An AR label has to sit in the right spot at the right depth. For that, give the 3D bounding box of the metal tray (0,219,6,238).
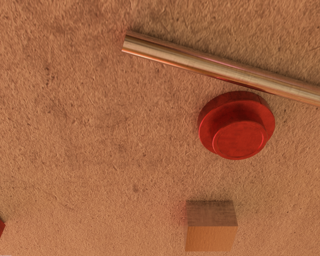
[{"bbox_3d":[-0.347,0.202,0.530,0.131,0.090,0.030,-8,130,6],"label":"metal tray"}]

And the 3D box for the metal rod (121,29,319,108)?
[{"bbox_3d":[0.106,-0.059,0.358,0.302,0.025,0.025,13,129,-12],"label":"metal rod"}]

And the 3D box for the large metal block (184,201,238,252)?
[{"bbox_3d":[0.084,0.171,0.538,0.081,0.050,0.079,0,130,-1],"label":"large metal block"}]

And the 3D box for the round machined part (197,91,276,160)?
[{"bbox_3d":[0.100,0.004,0.401,0.099,0.042,0.097,-1,130,0],"label":"round machined part"}]
